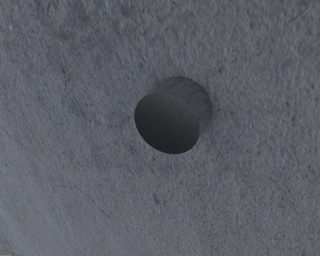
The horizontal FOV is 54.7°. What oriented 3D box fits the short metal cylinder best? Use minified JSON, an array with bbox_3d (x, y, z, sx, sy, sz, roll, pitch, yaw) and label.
[{"bbox_3d":[0.017,-0.016,0.371,0.080,0.050,0.079,13,124,20],"label":"short metal cylinder"}]
